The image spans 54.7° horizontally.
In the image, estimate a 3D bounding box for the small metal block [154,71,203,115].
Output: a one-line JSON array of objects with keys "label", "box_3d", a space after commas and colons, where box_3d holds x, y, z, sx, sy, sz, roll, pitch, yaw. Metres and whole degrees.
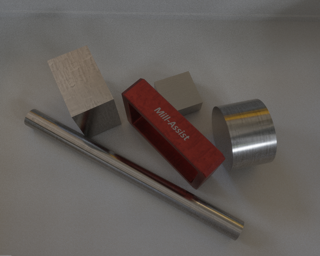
[{"label": "small metal block", "box_3d": [0.024, -0.044, 0.423, 0.050, 0.025, 0.050, -19, 71, -7]}]

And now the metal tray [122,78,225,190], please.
[{"label": "metal tray", "box_3d": [0.012, 0.010, 0.369, 0.030, 0.090, 0.130, -42, 76, -14]}]

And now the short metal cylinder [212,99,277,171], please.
[{"label": "short metal cylinder", "box_3d": [0.099, 0.008, 0.377, 0.050, 0.080, 0.080, -11, 71, -3]}]

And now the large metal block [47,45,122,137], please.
[{"label": "large metal block", "box_3d": [-0.092, -0.042, 0.393, 0.050, 0.080, 0.080, -25, 72, -9]}]

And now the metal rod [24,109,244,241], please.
[{"label": "metal rod", "box_3d": [-0.039, 0.054, 0.388, 0.301, 0.025, 0.025, 27, 72, 9]}]
